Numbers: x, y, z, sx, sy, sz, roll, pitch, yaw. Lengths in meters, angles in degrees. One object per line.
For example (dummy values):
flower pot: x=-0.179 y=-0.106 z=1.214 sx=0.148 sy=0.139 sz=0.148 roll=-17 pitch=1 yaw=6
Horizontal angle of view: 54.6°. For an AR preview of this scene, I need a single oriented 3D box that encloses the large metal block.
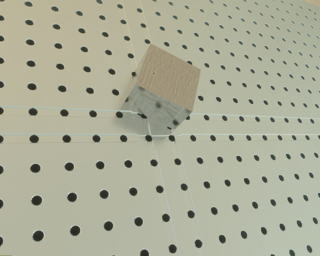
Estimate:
large metal block: x=0.004 y=-0.057 z=0.428 sx=0.080 sy=0.050 sz=0.080 roll=25 pitch=53 yaw=-13
